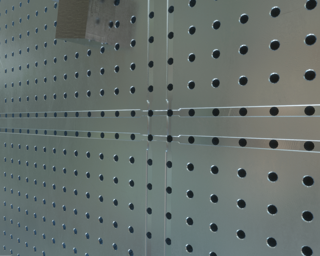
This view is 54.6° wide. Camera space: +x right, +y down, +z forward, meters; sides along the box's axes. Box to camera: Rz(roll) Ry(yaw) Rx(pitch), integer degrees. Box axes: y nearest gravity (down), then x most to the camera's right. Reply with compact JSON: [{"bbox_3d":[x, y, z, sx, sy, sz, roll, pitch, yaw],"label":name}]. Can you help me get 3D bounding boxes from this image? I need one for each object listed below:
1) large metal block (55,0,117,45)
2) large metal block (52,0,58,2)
[{"bbox_3d":[-0.118,-0.177,0.492,0.080,0.050,0.080,14,99,39],"label":"large metal block"},{"bbox_3d":[-0.183,-0.284,0.546,0.080,0.050,0.080,-26,74,37],"label":"large metal block"}]
